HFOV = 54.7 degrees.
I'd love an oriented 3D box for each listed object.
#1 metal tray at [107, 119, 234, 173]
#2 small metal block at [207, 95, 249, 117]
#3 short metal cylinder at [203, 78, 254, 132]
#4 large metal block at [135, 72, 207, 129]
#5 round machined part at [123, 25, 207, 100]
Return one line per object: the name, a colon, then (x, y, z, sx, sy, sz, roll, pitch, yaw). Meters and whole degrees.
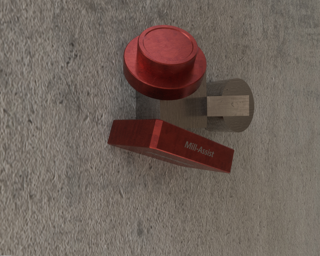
metal tray: (0.015, 0.023, 0.376, 0.131, 0.090, 0.030, 21, 77, -38)
small metal block: (0.087, -0.029, 0.403, 0.050, 0.050, 0.025, -30, 119, -80)
short metal cylinder: (0.099, -0.033, 0.474, 0.081, 0.050, 0.080, 0, 90, -40)
large metal block: (0.015, -0.039, 0.403, 0.081, 0.050, 0.079, -2, 92, -40)
round machined part: (0.007, -0.083, 0.363, 0.098, 0.098, 0.042, -44, 161, -31)
